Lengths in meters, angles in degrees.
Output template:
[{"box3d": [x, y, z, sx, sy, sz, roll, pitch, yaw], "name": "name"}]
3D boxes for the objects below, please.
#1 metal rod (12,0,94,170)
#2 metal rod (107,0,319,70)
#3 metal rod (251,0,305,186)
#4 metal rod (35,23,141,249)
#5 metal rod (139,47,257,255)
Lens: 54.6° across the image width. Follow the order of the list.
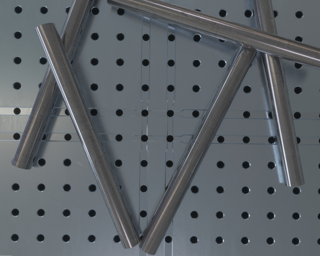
[{"box3d": [-0.132, -0.089, 0.412, 0.025, 0.025, 0.299, 21, 90, 0], "name": "metal rod"}, {"box3d": [0.076, -0.127, 0.396, 0.301, 0.025, 0.025, 19, 90, 7], "name": "metal rod"}, {"box3d": [0.153, -0.072, 0.414, 0.025, 0.025, 0.299, -10, 90, 0], "name": "metal rod"}, {"box3d": [-0.089, 0.015, 0.398, 0.025, 0.025, 0.299, -21, 96, 0], "name": "metal rod"}, {"box3d": [0.050, 0.028, 0.413, 0.025, 0.025, 0.299, 27, 90, 0], "name": "metal rod"}]
